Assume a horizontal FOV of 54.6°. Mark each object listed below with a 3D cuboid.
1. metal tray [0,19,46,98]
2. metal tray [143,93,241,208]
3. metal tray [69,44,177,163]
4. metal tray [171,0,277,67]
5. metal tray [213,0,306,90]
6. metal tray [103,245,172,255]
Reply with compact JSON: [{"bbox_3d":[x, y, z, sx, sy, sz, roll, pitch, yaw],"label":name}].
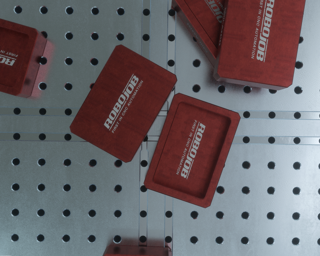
[{"bbox_3d":[-0.229,-0.100,0.409,0.131,0.030,0.090,16,90,0],"label":"metal tray"},{"bbox_3d":[0.041,0.029,0.411,0.090,0.030,0.129,19,90,0],"label":"metal tray"},{"bbox_3d":[-0.047,-0.031,0.411,0.090,0.030,0.130,30,90,0],"label":"metal tray"},{"bbox_3d":[0.087,-0.145,0.411,0.090,0.030,0.130,-34,90,0],"label":"metal tray"},{"bbox_3d":[0.122,-0.118,0.381,0.090,0.030,0.129,9,90,0],"label":"metal tray"},{"bbox_3d":[-0.032,0.227,0.410,0.090,0.030,0.129,2,90,0],"label":"metal tray"}]
